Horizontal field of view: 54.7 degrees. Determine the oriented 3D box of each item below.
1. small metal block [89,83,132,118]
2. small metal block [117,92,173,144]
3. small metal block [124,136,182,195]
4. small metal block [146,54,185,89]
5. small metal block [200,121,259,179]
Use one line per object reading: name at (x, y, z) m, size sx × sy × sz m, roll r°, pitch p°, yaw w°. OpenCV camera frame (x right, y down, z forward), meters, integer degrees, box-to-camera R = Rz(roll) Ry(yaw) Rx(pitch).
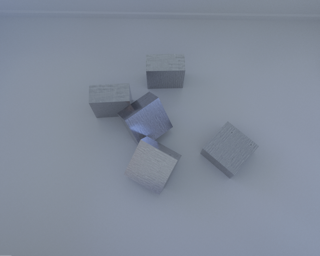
small metal block at (-0.063, -0.035, 0.409) m, size 0.050 × 0.050 × 0.025 m, roll -3°, pitch 70°, yaw -1°
small metal block at (-0.018, -0.010, 0.397) m, size 0.050 × 0.050 × 0.025 m, roll -36°, pitch 37°, yaw -12°
small metal block at (-0.009, 0.045, 0.381) m, size 0.050 × 0.025 × 0.050 m, roll 29°, pitch 104°, yaw 9°
small metal block at (0.007, -0.077, 0.424) m, size 0.050 × 0.050 × 0.025 m, roll -1°, pitch 70°, yaw -1°
small metal block at (0.089, 0.028, 0.400) m, size 0.050 × 0.025 × 0.050 m, roll 41°, pitch 75°, yaw 13°
